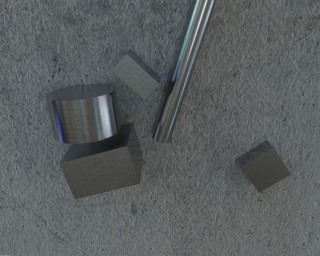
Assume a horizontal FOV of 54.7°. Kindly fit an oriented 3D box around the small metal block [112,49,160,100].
[{"bbox_3d":[-0.027,-0.066,0.372,0.050,0.050,0.025,41,105,-14],"label":"small metal block"}]

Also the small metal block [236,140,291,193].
[{"bbox_3d":[0.144,0.054,0.432,0.050,0.025,0.050,-34,107,11],"label":"small metal block"}]

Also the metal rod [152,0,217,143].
[{"bbox_3d":[0.043,-0.119,0.366,0.025,0.025,0.298,15,109,-6],"label":"metal rod"}]

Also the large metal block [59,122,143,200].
[{"bbox_3d":[-0.069,0.039,0.394,0.080,0.080,0.050,-15,110,5],"label":"large metal block"}]

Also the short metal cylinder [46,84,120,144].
[{"bbox_3d":[-0.090,-0.020,0.372,0.081,0.080,0.050,-4,110,1],"label":"short metal cylinder"}]
